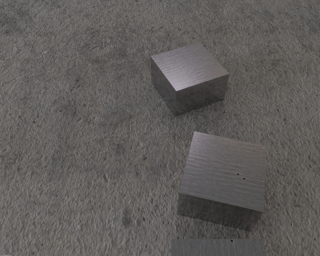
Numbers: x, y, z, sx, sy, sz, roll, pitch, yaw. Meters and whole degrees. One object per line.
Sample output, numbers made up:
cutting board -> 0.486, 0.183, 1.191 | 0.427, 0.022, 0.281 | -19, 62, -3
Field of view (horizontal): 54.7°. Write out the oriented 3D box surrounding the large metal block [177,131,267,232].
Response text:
large metal block -> 0.068, 0.057, 0.339 | 0.080, 0.050, 0.080 | 11, 51, 9

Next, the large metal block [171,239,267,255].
large metal block -> 0.051, 0.144, 0.266 | 0.081, 0.050, 0.080 | 0, 50, 0

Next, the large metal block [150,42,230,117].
large metal block -> 0.040, -0.072, 0.447 | 0.081, 0.050, 0.080 | -20, 53, -16
